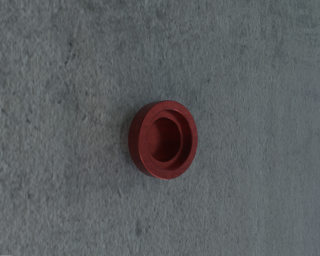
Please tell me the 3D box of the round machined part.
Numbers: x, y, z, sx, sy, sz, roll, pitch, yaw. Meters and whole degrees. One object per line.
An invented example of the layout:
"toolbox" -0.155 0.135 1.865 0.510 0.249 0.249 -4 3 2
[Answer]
"round machined part" 0.000 0.014 0.395 0.099 0.042 0.097 0 90 -40
